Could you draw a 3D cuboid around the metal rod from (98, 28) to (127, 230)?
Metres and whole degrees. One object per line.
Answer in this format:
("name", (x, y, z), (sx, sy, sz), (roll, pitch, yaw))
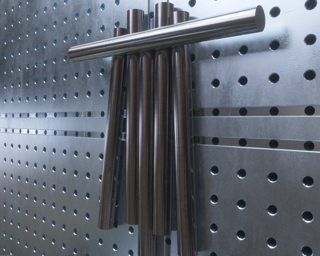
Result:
("metal rod", (-0.069, 0.004, 0.466), (0.025, 0.025, 0.298), (9, 96, 40))

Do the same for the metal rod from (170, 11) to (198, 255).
("metal rod", (0.030, 0.006, 0.386), (0.025, 0.025, 0.298), (-3, 88, 40))

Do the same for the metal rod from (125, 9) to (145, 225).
("metal rod", (-0.035, -0.015, 0.440), (0.025, 0.025, 0.298), (1, 91, 40))

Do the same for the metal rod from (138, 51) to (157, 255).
("metal rod", (-0.017, 0.041, 0.424), (0.025, 0.025, 0.298), (1, 91, 40))

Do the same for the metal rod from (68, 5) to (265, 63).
("metal rod", (-0.019, -0.110, 0.393), (0.300, 0.025, 0.025), (3, 92, 40))

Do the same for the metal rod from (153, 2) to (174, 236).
("metal rod", (0.004, -0.011, 0.408), (0.025, 0.025, 0.298), (1, 91, 40))
